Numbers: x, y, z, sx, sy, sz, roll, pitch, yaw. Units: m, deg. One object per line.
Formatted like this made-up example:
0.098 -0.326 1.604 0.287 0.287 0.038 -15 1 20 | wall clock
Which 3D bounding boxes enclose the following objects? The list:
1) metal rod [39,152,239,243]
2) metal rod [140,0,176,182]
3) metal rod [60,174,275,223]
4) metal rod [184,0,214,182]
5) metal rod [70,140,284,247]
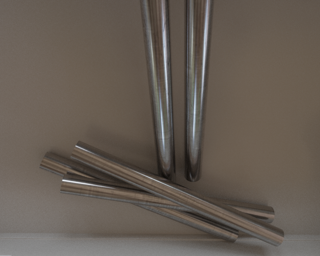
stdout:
-0.023 0.104 0.449 0.302 0.025 0.025 24 108 -9 | metal rod
0.002 -0.026 0.337 0.025 0.025 0.298 -4 135 1 | metal rod
0.018 0.101 0.432 0.302 0.025 0.025 11 110 -11 | metal rod
0.038 -0.037 0.331 0.025 0.025 0.298 -4 136 1 | metal rod
0.028 0.089 0.409 0.301 0.025 0.025 25 108 -8 | metal rod
